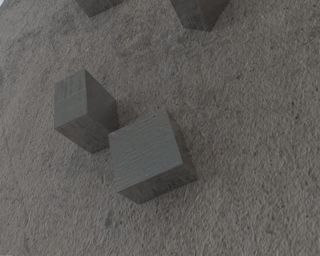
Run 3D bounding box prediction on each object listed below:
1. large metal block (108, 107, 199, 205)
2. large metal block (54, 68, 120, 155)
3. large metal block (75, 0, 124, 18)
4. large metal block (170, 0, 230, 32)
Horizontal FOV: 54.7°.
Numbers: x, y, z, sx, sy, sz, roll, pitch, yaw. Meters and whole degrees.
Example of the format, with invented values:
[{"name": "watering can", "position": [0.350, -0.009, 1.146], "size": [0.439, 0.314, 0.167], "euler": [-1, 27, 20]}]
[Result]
[{"name": "large metal block", "position": [-0.010, 0.034, 0.372], "size": [0.080, 0.050, 0.080], "euler": [-25, 53, 12]}, {"name": "large metal block", "position": [-0.100, -0.021, 0.434], "size": [0.050, 0.080, 0.080], "euler": [-23, 53, 14]}, {"name": "large metal block", "position": [-0.122, -0.282, 0.625], "size": [0.080, 0.050, 0.080], "euler": [-17, 55, 18]}, {"name": "large metal block", "position": [0.061, -0.205, 0.462], "size": [0.050, 0.080, 0.080], "euler": [22, 74, 36]}]
